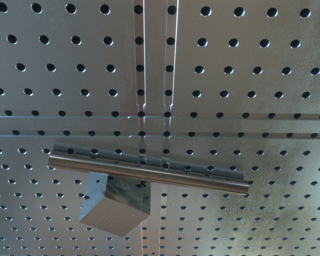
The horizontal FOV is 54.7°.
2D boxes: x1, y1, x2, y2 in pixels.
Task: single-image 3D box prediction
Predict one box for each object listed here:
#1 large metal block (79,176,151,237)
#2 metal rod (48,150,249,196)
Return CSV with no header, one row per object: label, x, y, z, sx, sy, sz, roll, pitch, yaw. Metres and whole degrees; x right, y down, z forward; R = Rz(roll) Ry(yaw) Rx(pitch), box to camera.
large metal block,-0.071,0.125,0.500,0.080,0.050,0.080,29,124,-23
metal rod,-0.011,0.070,0.470,0.302,0.025,0.025,10,129,-9
